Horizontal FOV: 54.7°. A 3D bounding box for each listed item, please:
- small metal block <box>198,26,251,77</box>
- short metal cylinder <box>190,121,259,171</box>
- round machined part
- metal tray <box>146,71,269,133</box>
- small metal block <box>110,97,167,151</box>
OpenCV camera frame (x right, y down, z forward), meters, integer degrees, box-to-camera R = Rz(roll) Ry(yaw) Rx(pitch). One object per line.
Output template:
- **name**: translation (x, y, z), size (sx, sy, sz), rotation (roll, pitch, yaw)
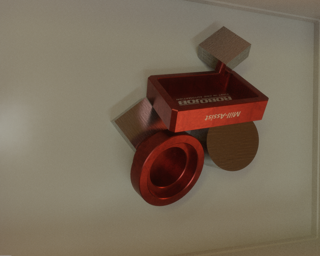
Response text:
- **small metal block**: translation (0.089, -0.107, 0.431), size (0.050, 0.025, 0.050), rotation (-39, 65, -16)
- **short metal cylinder**: translation (0.089, 0.017, 0.431), size (0.081, 0.050, 0.079), rotation (0, 90, -21)
- **round machined part**: translation (0.005, 0.045, 0.391), size (0.099, 0.042, 0.097), rotation (-17, 120, -30)
- **metal tray**: translation (0.058, -0.039, 0.398), size (0.131, 0.090, 0.030), rotation (-8, 127, -20)
- **small metal block**: translation (-0.027, -0.004, 0.402), size (0.050, 0.025, 0.050), rotation (-39, 103, -16)
